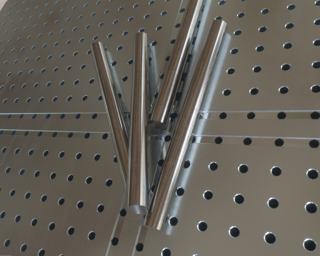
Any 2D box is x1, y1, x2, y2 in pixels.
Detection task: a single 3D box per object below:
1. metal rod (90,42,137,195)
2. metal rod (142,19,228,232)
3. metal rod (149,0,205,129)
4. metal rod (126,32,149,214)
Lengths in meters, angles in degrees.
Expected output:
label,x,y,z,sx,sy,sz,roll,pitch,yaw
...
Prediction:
label,x,y,z,sx,sy,sz,roll,pitch,yaw
metal rod,-0.071,-0.033,0.466,0.025,0.025,0.300,-28,52,10
metal rod,0.039,-0.019,0.400,0.025,0.025,0.300,6,64,31
metal rod,0.038,-0.136,0.472,0.025,0.025,0.300,3,63,30
metal rod,-0.028,-0.031,0.427,0.025,0.025,0.300,-17,50,19
